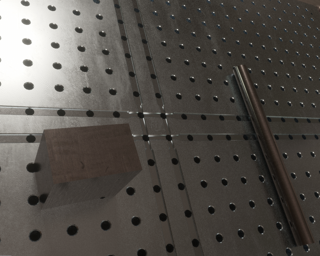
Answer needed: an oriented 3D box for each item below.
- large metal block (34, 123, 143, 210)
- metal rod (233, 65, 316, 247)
[{"bbox_3d":[-0.075,0.039,0.310,0.081,0.080,0.050,-5,65,-31],"label":"large metal block"},{"bbox_3d":[0.170,0.027,0.485,0.025,0.025,0.299,2,61,-27],"label":"metal rod"}]
